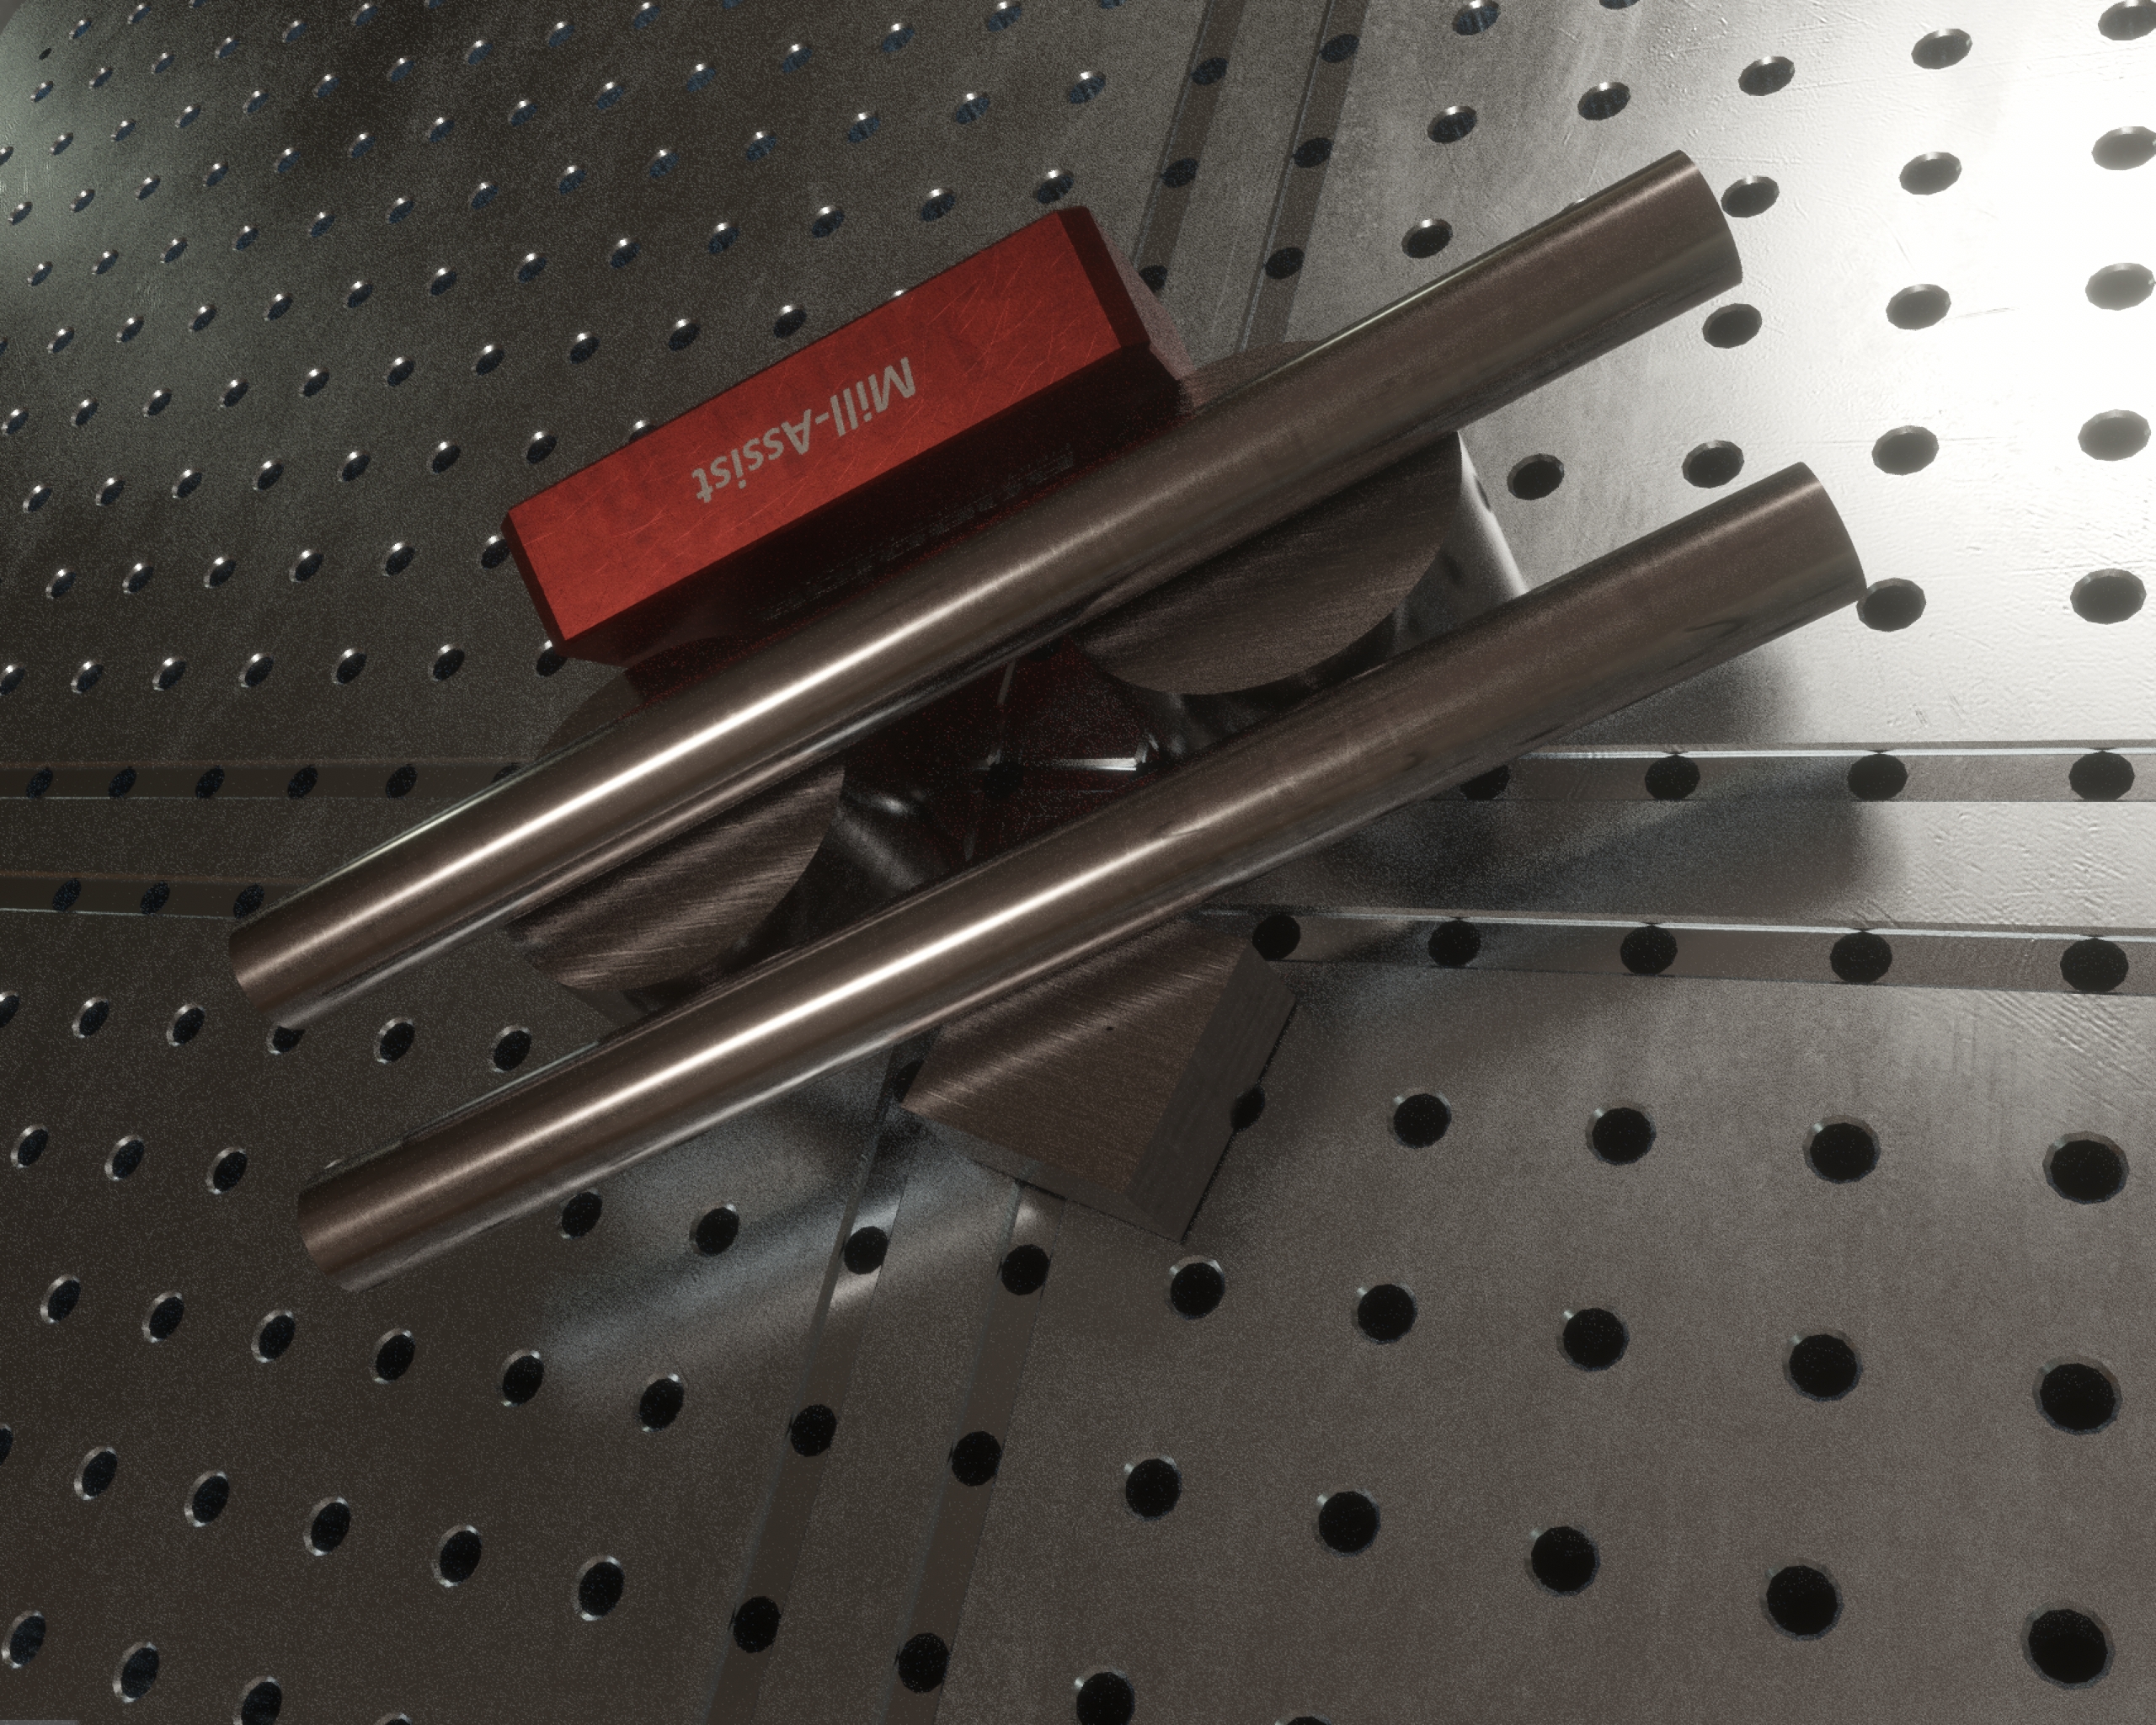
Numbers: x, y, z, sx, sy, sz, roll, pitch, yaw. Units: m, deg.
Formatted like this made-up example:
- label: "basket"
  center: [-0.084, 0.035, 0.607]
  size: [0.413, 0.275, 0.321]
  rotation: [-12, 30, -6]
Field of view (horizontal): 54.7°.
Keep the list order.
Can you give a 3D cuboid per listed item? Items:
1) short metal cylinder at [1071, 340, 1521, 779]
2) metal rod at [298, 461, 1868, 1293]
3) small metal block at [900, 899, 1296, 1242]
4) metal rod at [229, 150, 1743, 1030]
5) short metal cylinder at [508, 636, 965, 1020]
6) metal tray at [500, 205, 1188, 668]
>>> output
- label: "short metal cylinder"
  center: [0.042, -0.053, 0.402]
  size: [0.080, 0.050, 0.080]
  rotation: [-13, 56, 20]
- label: "metal rod"
  center: [-0.009, 0.008, 0.373]
  size: [0.301, 0.025, 0.025]
  rotation: [-25, 53, 12]
- label: "small metal block"
  center: [0.004, 0.035, 0.382]
  size: [0.050, 0.025, 0.050]
  rotation: [16, 70, 34]
- label: "metal rod"
  center: [-0.025, -0.044, 0.381]
  size: [0.301, 0.025, 0.025]
  rotation: [-26, 53, 11]
- label: "short metal cylinder"
  center: [-0.070, 0.001, 0.427]
  size: [0.080, 0.050, 0.080]
  rotation: [-13, 56, 20]
- label: "metal tray"
  center: [-0.041, -0.081, 0.434]
  size: [0.130, 0.090, 0.030]
  rotation: [-25, 85, 12]
